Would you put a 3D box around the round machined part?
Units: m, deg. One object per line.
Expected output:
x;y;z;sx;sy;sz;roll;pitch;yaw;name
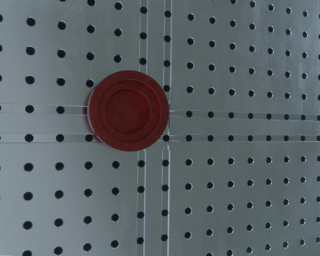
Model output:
-0.041;-0.020;0.389;0.099;0.042;0.097;0;90;-21;round machined part
